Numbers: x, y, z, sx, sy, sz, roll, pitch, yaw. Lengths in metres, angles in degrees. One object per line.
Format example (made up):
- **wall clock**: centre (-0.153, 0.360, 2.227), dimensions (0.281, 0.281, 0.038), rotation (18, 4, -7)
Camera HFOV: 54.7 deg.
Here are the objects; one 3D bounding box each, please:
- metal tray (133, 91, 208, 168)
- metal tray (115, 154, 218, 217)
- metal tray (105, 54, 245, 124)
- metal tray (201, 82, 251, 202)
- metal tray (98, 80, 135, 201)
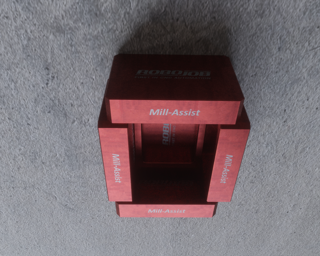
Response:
- **metal tray**: centre (0.012, -0.003, 0.403), dimensions (0.091, 0.030, 0.129), rotation (0, 130, -1)
- **metal tray**: centre (0.008, 0.078, 0.432), dimensions (0.131, 0.090, 0.030), rotation (1, 130, -1)
- **metal tray**: centre (0.014, -0.044, 0.328), dimensions (0.131, 0.090, 0.030), rotation (1, 130, -1)
- **metal tray**: centre (0.074, 0.018, 0.381), dimensions (0.030, 0.090, 0.129), rotation (1, 130, -1)
- **metal tray**: centre (-0.048, 0.016, 0.379), dimensions (0.030, 0.090, 0.129), rotation (1, 130, -1)
